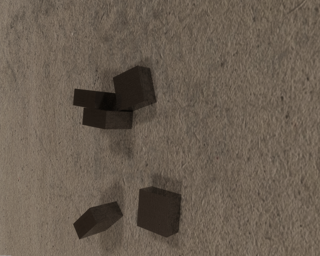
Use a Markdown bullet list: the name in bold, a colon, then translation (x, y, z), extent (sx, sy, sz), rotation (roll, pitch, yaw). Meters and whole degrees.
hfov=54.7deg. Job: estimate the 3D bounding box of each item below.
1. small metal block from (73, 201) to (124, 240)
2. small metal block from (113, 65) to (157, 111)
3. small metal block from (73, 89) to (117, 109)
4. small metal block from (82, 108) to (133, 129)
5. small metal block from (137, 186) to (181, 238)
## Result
- **small metal block**: translation (-0.092, 0.137, 0.462), extent (0.050, 0.050, 0.025), rotation (-45, 63, 30)
- **small metal block**: translation (-0.036, -0.053, 0.433), extent (0.050, 0.025, 0.050), rotation (-17, 79, 38)
- **small metal block**: translation (-0.093, -0.042, 0.463), extent (0.050, 0.050, 0.025), rotation (11, 97, 39)
- **small metal block**: translation (-0.075, -0.014, 0.449), extent (0.050, 0.050, 0.025), rotation (10, 96, 39)
- **small metal block**: translation (-0.002, 0.108, 0.404), extent (0.050, 0.025, 0.050), rotation (7, 94, 39)
